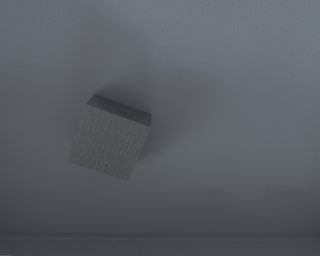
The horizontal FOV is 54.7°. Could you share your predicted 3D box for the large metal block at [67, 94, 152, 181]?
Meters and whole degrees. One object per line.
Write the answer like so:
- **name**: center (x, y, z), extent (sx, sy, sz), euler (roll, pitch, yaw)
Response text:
- **large metal block**: center (-0.063, 0.012, 0.401), extent (0.080, 0.050, 0.079), euler (20, 109, -8)
